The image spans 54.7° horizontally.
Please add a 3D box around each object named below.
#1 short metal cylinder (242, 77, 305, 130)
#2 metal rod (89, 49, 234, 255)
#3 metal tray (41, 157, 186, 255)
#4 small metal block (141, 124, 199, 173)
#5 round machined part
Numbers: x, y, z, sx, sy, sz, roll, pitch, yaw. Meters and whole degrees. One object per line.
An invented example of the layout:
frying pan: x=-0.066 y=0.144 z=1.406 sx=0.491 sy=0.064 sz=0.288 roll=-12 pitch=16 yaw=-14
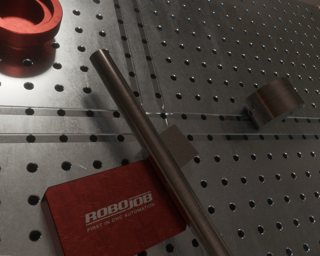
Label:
short metal cylinder: x=0.181 y=-0.038 z=0.496 sx=0.081 sy=0.080 sz=0.050 roll=-17 pitch=71 yaw=-35
metal rod: x=0.001 y=0.034 z=0.350 sx=0.025 sy=0.025 sz=0.299 roll=-22 pitch=74 yaw=-36
metal tray: x=-0.045 y=0.090 z=0.326 sx=0.131 sy=0.030 sz=0.090 roll=-13 pitch=69 yaw=-34
small metal block: x=0.013 y=0.030 z=0.398 sx=0.050 sy=0.025 sz=0.050 roll=-34 pitch=81 yaw=-38
round machined part: x=-0.177 y=-0.141 z=0.388 sx=0.099 sy=0.042 sz=0.098 roll=14 pitch=56 yaw=-21
